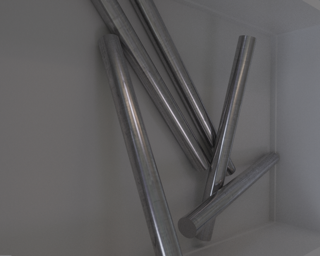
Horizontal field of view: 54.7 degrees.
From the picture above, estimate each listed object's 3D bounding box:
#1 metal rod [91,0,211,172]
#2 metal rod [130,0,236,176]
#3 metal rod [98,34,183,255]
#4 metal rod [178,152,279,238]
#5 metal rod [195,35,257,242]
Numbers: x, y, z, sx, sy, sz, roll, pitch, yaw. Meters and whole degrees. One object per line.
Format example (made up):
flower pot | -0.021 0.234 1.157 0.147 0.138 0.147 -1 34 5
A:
metal rod | -0.009 -0.059 0.398 0.025 0.025 0.299 -47 118 -30
metal rod | 0.041 -0.050 0.440 0.025 0.025 0.299 -45 117 -31
metal rod | -0.017 0.036 0.318 0.025 0.025 0.299 -3 69 -40
metal rod | 0.121 0.085 0.467 0.302 0.025 0.025 -17 101 -51
metal rod | 0.094 0.017 0.450 0.025 0.025 0.298 9 95 -40
